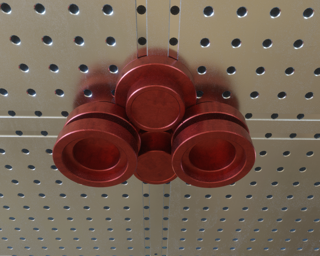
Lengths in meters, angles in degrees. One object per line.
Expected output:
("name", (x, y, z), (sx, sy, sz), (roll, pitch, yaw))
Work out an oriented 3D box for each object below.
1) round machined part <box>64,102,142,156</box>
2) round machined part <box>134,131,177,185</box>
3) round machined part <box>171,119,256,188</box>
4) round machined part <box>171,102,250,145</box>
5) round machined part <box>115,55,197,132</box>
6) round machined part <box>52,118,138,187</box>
("round machined part", (-0.073, 0.005, 0.403), (0.099, 0.042, 0.097), (0, 130, 0))
("round machined part", (-0.005, 0.042, 0.435), (0.099, 0.042, 0.097), (0, 130, 0))
("round machined part", (0.063, 0.027, 0.381), (0.099, 0.042, 0.097), (0, 130, 0))
("round machined part", (0.063, 0.005, 0.404), (0.099, 0.042, 0.097), (0, 130, 0))
("round machined part", (-0.005, -0.033, 0.371), (0.099, 0.042, 0.097), (0, 130, 0))
("round machined part", (-0.076, 0.025, 0.378), (0.099, 0.042, 0.097), (0, 130, 0))
